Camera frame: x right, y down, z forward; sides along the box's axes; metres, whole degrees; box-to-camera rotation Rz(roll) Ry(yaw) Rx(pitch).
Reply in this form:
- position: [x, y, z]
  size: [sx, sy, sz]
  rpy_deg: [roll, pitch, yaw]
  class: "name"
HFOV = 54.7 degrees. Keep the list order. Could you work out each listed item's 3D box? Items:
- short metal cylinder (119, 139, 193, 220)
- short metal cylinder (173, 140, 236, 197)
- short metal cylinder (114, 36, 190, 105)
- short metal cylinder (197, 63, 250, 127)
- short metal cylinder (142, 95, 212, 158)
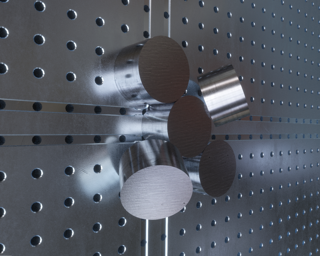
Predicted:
- position: [-0.007, 0.060, 0.362]
  size: [0.081, 0.050, 0.079]
  rpy_deg: [-5, 121, -7]
  class: "short metal cylinder"
- position: [0.065, 0.056, 0.450]
  size: [0.081, 0.050, 0.079]
  rpy_deg: [0, 90, -40]
  class: "short metal cylinder"
- position: [-0.009, -0.069, 0.386]
  size: [0.081, 0.050, 0.079]
  rpy_deg: [0, 90, -40]
  class: "short metal cylinder"
- position: [0.091, -0.047, 0.445]
  size: [0.080, 0.050, 0.080]
  rpy_deg: [-21, 90, -78]
  class: "short metal cylinder"
- position: [0.023, -0.002, 0.414]
  size: [0.081, 0.050, 0.079]
  rpy_deg: [0, 90, -40]
  class: "short metal cylinder"
